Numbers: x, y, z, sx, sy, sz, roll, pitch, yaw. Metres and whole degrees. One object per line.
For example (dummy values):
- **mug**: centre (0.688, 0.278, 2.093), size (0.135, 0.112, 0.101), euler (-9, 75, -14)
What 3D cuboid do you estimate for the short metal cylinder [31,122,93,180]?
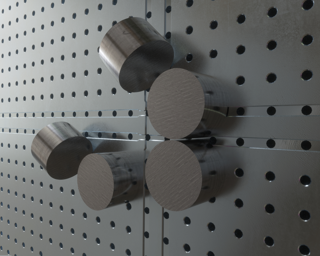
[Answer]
- **short metal cylinder**: centre (-0.158, 0.036, 0.501), size (0.050, 0.081, 0.079), euler (34, 111, 34)

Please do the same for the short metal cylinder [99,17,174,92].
- **short metal cylinder**: centre (-0.029, -0.092, 0.396), size (0.050, 0.081, 0.080), euler (52, 120, 27)

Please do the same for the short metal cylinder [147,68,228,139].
- **short metal cylinder**: centre (0.032, -0.027, 0.366), size (0.080, 0.050, 0.079), euler (0, 90, 39)

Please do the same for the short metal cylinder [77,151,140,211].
- **short metal cylinder**: centre (-0.076, 0.075, 0.453), size (0.080, 0.050, 0.079), euler (0, 90, 39)

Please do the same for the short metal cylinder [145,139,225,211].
- **short metal cylinder**: centre (0.029, 0.053, 0.368), size (0.080, 0.050, 0.079), euler (0, 90, 39)
